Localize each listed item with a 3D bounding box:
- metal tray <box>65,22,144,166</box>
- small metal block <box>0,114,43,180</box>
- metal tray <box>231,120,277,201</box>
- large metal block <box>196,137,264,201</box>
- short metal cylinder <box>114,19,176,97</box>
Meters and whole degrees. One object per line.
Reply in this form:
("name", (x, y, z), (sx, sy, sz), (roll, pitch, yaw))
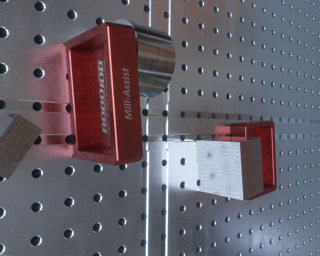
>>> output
("metal tray", (-0.059, -0.031, 0.318), (0.030, 0.090, 0.129), (-6, 94, -40))
("small metal block", (-0.139, 0.015, 0.277), (0.025, 0.050, 0.050), (42, 64, -33))
("metal tray", (0.168, 0.054, 0.550), (0.091, 0.030, 0.129), (-6, 94, -40))
("large metal block", (0.103, 0.056, 0.463), (0.050, 0.080, 0.079), (-8, 96, -40))
("short metal cylinder", (-0.028, -0.077, 0.351), (0.050, 0.080, 0.079), (2, 89, -40))
